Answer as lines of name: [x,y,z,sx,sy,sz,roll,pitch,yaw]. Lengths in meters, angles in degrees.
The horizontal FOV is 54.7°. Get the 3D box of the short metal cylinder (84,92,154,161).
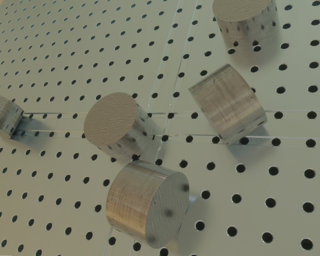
short metal cylinder: [-0.055,-0.001,0.420,0.080,0.050,0.080,-13,56,20]

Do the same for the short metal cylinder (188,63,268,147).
short metal cylinder: [0.075,-0.025,0.348,0.050,0.080,0.080,-34,52,6]

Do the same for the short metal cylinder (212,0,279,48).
short metal cylinder: [0.118,-0.158,0.426,0.080,0.050,0.080,-13,57,20]

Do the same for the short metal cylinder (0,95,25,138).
short metal cylinder: [-0.285,-0.022,0.533,0.080,0.080,0.050,6,65,31]

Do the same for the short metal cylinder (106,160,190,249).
short metal cylinder: [-0.011,0.079,0.329,0.050,0.080,0.080,13,69,33]
